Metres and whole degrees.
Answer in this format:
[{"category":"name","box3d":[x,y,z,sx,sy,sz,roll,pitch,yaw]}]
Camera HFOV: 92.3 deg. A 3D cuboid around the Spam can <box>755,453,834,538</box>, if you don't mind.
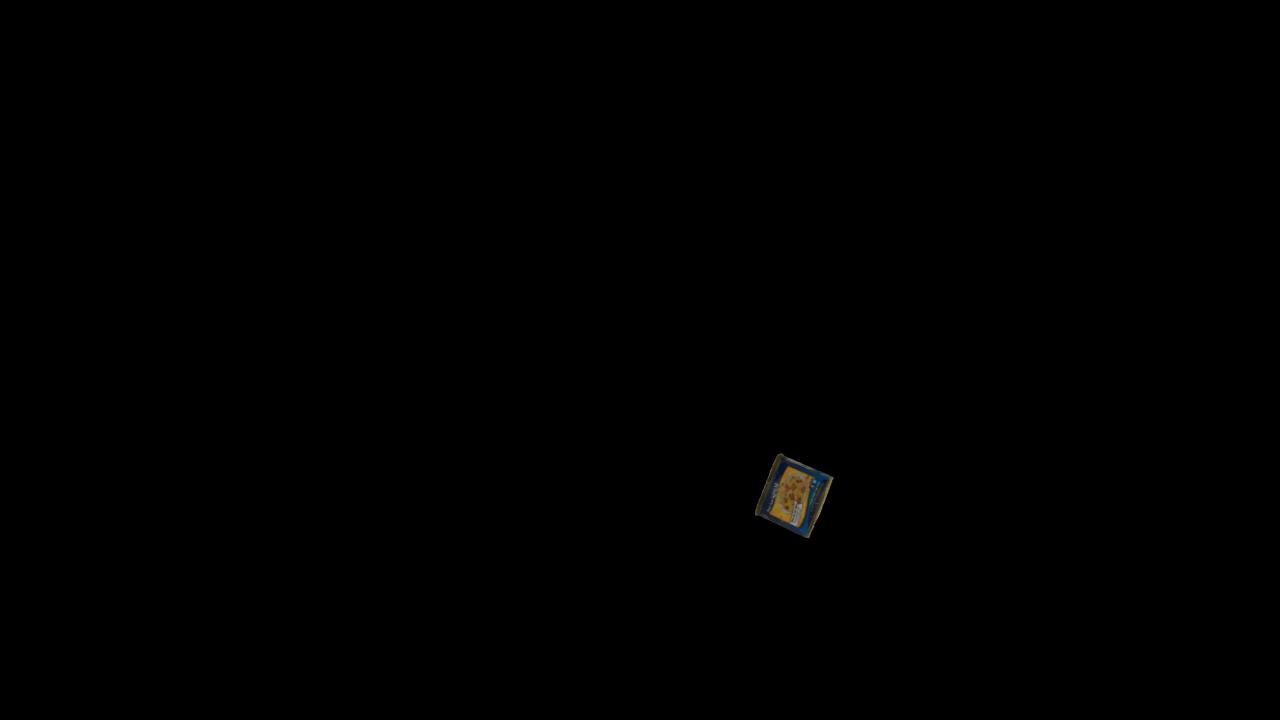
[{"category":"Spam can","box3d":[0.232,0.204,0.925,0.085,0.101,0.058,22,5,23]}]
